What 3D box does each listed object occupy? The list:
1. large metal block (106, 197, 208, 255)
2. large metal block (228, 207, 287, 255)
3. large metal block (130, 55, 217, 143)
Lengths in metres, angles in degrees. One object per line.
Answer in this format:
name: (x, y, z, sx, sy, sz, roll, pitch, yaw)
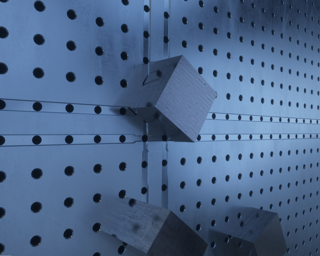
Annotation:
large metal block: (-0.003, 0.133, 0.373, 0.080, 0.080, 0.050, 48, 61, -30)
large metal block: (0.172, 0.200, 0.541, 0.081, 0.050, 0.080, -32, 110, -36)
large metal block: (0.020, -0.036, 0.412, 0.080, 0.050, 0.080, 41, 65, -33)
